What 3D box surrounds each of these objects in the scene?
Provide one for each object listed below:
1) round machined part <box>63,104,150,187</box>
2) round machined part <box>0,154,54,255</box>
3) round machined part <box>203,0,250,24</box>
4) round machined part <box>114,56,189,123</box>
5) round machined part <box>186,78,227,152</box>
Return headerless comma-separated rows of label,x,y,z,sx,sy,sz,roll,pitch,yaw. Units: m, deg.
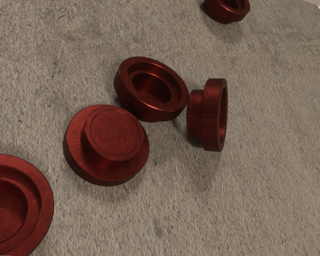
round machined part,-0.057,0.014,0.355,0.099,0.042,0.098,14,56,-21
round machined part,-0.146,0.075,0.269,0.099,0.042,0.098,14,56,-21
round machined part,0.126,-0.246,0.614,0.099,0.042,0.098,14,56,-21
round machined part,-0.014,-0.046,0.407,0.099,0.042,0.098,18,44,-18
round machined part,0.064,-0.018,0.417,0.042,0.098,0.098,4,51,18
